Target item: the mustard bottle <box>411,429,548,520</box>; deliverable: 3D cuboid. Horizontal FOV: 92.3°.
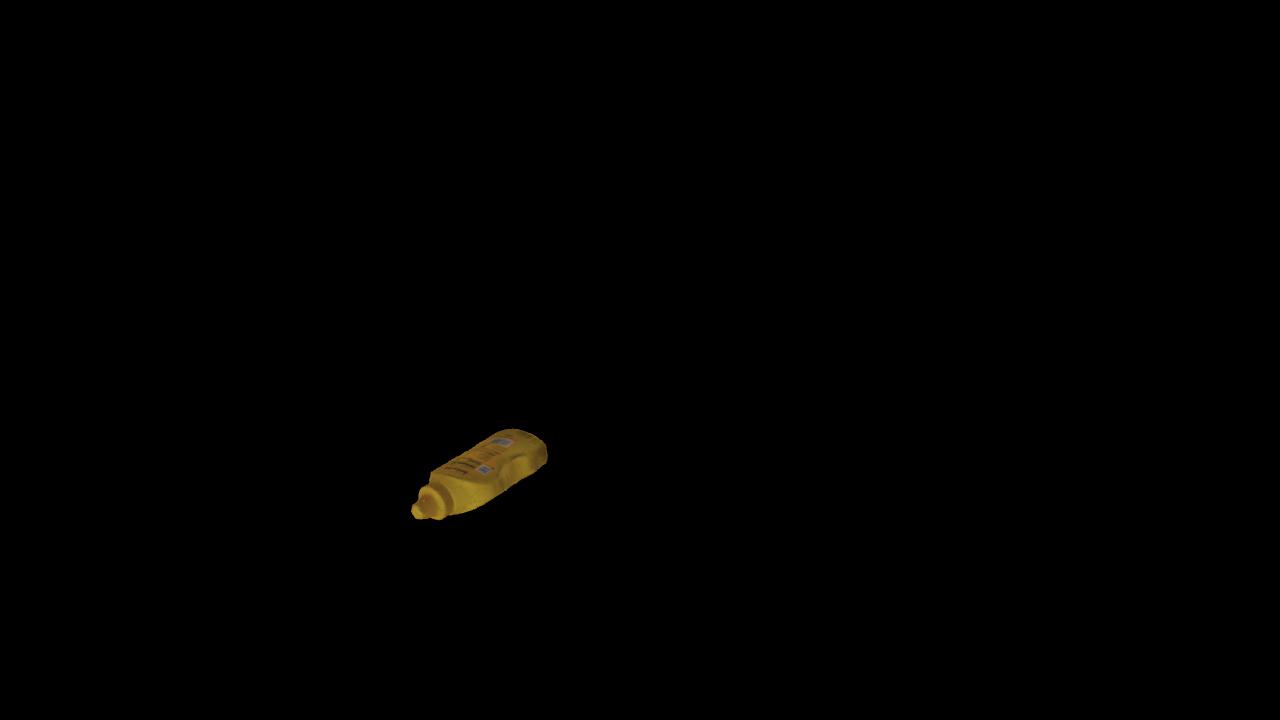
[{"bbox_3d":[-0.200,0.140,0.741,0.092,0.054,0.184,12,21,25],"label":"mustard bottle"}]
